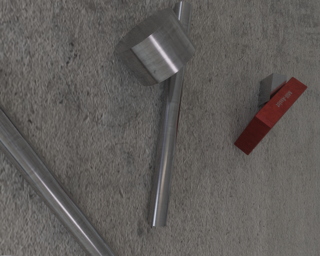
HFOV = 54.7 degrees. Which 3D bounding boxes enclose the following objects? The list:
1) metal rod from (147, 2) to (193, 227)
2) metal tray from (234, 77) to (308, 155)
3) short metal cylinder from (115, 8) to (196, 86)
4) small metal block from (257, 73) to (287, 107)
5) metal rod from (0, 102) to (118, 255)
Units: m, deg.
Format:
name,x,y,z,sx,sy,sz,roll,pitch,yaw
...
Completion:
name,x,y,z,sx,sy,sz,roll,pitch,yaw
metal rod,0.014,-0.023,0.416,0.025,0.025,0.298,12,82,-40
metal tray,0.185,-0.020,0.519,0.030,0.089,0.131,41,56,16
short metal cylinder,-0.006,-0.095,0.364,0.050,0.080,0.080,51,60,-29
small metal block,0.199,-0.065,0.552,0.025,0.050,0.050,12,81,-5
metal rod,-0.103,0.075,0.318,0.025,0.025,0.299,-43,116,-31
